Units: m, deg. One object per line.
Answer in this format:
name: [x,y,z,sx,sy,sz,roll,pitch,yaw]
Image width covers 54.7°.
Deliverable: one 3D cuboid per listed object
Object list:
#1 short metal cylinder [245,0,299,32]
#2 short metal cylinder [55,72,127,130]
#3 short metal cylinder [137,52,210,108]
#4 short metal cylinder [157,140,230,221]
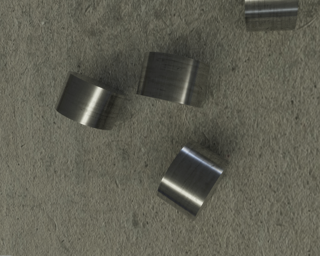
short metal cylinder: [0.123,-0.147,0.336,0.050,0.080,0.079,4,92,20]
short metal cylinder: [-0.091,-0.036,0.412,0.080,0.080,0.050,27,99,18]
short metal cylinder: [0.016,-0.057,0.374,0.080,0.080,0.050,14,95,19]
short metal cylinder: [0.040,0.061,0.365,0.050,0.080,0.080,31,100,17]
